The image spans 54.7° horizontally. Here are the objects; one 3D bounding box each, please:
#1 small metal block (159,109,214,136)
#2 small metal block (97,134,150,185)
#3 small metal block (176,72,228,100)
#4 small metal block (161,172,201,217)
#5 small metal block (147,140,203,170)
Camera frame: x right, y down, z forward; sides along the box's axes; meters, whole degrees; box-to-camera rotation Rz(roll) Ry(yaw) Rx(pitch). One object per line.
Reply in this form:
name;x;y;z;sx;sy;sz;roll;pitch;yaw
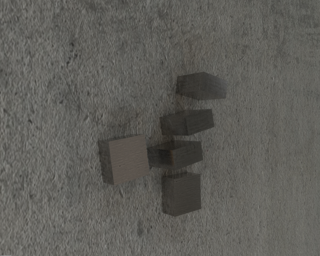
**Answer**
small metal block;0.036;-0.008;0.418;0.050;0.050;0.025;-17;101;-39
small metal block;-0.043;0.036;0.369;0.050;0.025;0.050;-11;97;-39
small metal block;0.059;-0.058;0.437;0.050;0.050;0.025;11;83;-40
small metal block;0.030;0.090;0.430;0.050;0.025;0.050;-3;92;-40
small metal block;0.019;0.034;0.404;0.050;0.050;0.025;-14;99;-39
